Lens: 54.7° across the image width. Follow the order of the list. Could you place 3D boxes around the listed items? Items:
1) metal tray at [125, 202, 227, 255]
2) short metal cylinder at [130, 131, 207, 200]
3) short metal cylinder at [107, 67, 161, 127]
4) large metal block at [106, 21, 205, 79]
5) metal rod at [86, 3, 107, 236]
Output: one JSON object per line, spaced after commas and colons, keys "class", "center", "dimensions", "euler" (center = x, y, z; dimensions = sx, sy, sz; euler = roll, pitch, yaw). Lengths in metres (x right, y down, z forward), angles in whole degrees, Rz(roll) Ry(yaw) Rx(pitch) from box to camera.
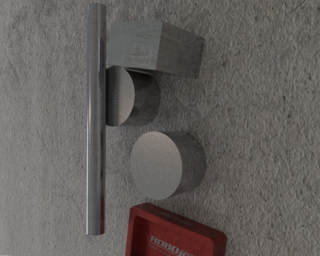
{"class": "metal tray", "center": [0.014, 0.157, 0.389], "dimensions": [0.130, 0.030, 0.089], "euler": [10, 97, 39]}
{"class": "short metal cylinder", "center": [0.009, 0.044, 0.381], "dimensions": [0.080, 0.050, 0.079], "euler": [0, 90, 40]}
{"class": "short metal cylinder", "center": [-0.046, -0.042, 0.427], "dimensions": [0.080, 0.050, 0.079], "euler": [0, 90, 40]}
{"class": "large metal block", "center": [-0.005, -0.093, 0.373], "dimensions": [0.080, 0.081, 0.050], "euler": [15, 100, 39]}
{"class": "metal rod", "center": [-0.084, -0.011, 0.409], "dimensions": [0.025, 0.025, 0.298], "euler": [1, 91, 40]}
